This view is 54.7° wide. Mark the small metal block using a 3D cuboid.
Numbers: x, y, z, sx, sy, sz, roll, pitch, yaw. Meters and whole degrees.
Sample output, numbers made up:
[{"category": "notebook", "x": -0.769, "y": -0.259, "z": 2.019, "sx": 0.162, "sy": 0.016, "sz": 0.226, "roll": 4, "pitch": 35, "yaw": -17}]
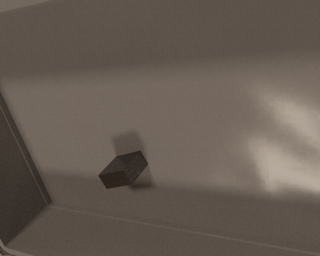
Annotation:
[{"category": "small metal block", "x": -0.054, "y": 0.061, "z": 0.457, "sx": 0.050, "sy": 0.050, "sz": 0.025, "roll": -16, "pitch": 110, "yaw": 34}]
